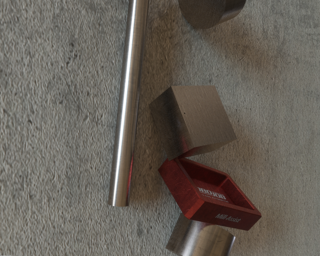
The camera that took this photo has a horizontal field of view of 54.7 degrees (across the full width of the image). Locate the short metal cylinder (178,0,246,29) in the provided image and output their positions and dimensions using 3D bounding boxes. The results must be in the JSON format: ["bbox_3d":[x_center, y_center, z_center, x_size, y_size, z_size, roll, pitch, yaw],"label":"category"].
[{"bbox_3d":[0.071,-0.183,0.428,0.050,0.080,0.080,-33,111,-35],"label":"short metal cylinder"}]

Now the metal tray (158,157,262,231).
[{"bbox_3d":[0.068,0.087,0.418,0.131,0.090,0.030,23,111,-38],"label":"metal tray"}]

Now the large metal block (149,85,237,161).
[{"bbox_3d":[0.043,-0.008,0.406,0.081,0.050,0.080,-7,71,-40],"label":"large metal block"}]

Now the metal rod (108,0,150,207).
[{"bbox_3d":[-0.035,-0.058,0.375,0.025,0.025,0.298,9,84,-40],"label":"metal rod"}]

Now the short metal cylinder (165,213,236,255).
[{"bbox_3d":[0.054,0.155,0.414,0.080,0.080,0.050,41,65,-33],"label":"short metal cylinder"}]
